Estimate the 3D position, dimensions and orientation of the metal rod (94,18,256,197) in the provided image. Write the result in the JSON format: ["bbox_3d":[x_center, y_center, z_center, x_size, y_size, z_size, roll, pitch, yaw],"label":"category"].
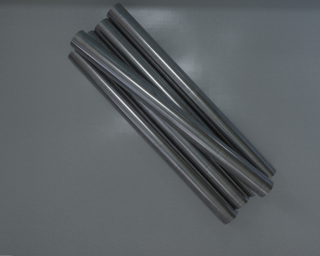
[{"bbox_3d":[0.025,-0.026,0.410,0.025,0.025,0.300,-43,90,0],"label":"metal rod"}]

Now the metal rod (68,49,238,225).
[{"bbox_3d":[-0.009,0.009,0.410,0.025,0.025,0.300,-43,90,0],"label":"metal rod"}]

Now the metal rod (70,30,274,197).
[{"bbox_3d":[0.015,-0.017,0.384,0.300,0.025,0.025,39,90,0],"label":"metal rod"}]

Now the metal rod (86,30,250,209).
[{"bbox_3d":[0.006,-0.011,0.410,0.025,0.025,0.300,-43,90,0],"label":"metal rod"}]

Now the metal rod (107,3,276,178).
[{"bbox_3d":[0.042,-0.046,0.410,0.025,0.025,0.300,-43,90,0],"label":"metal rod"}]
